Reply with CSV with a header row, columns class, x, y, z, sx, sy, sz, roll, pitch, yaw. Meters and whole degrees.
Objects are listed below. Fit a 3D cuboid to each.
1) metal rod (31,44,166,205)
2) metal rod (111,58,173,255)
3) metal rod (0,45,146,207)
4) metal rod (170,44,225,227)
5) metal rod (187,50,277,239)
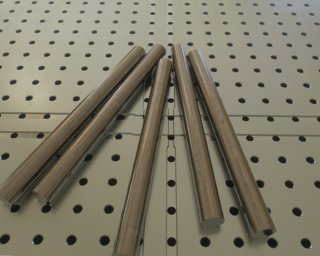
class,x,y,z,sx,sy,sz,roll,pitch,yaw
metal rod,-0.067,-0.026,0.430,0.025,0.025,0.301,20,53,16
metal rod,-0.014,0.013,0.397,0.025,0.025,0.300,6,50,5
metal rod,-0.103,-0.023,0.426,0.025,0.025,0.301,22,53,17
metal rod,0.043,-0.015,0.421,0.025,0.025,0.300,-4,50,-3
metal rod,0.082,-0.005,0.412,0.025,0.025,0.300,-7,50,-6
